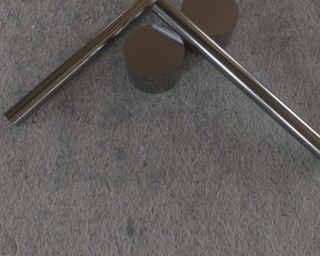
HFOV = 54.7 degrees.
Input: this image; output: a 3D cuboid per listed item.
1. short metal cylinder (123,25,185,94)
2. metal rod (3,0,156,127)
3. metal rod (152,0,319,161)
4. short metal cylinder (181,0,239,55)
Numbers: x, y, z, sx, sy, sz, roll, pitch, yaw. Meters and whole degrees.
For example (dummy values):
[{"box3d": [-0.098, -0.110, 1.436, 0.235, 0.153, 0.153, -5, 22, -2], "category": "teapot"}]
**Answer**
[{"box3d": [-0.008, -0.094, 0.429, 0.081, 0.050, 0.080, 0, 70, 0], "category": "short metal cylinder"}, {"box3d": [-0.097, -0.114, 0.448, 0.025, 0.025, 0.301, 41, 75, 13], "category": "metal rod"}, {"box3d": [0.109, -0.062, 0.402, 0.300, 0.025, 0.025, 42, 75, 2], "category": "metal rod"}, {"box3d": [0.069, -0.153, 0.451, 0.081, 0.050, 0.080, 0, 70, 0], "category": "short metal cylinder"}]
